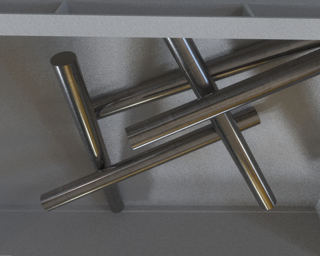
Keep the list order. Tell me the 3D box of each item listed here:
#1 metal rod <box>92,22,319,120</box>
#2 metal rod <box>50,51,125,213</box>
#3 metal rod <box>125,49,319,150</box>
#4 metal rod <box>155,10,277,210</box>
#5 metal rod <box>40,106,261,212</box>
[{"bbox_3d":[0.038,-0.058,0.359,0.301,0.025,0.025,-17,128,13],"label":"metal rod"},{"bbox_3d":[-0.083,0.032,0.410,0.025,0.025,0.298,-3,138,3],"label":"metal rod"},{"bbox_3d":[0.109,-0.045,0.321,0.301,0.025,0.025,-22,128,-2],"label":"metal rod"},{"bbox_3d":[0.080,0.001,0.369,0.025,0.025,0.300,-24,122,19],"label":"metal rod"},{"bbox_3d":[-0.015,0.042,0.407,0.301,0.025,0.025,-23,127,4],"label":"metal rod"}]
